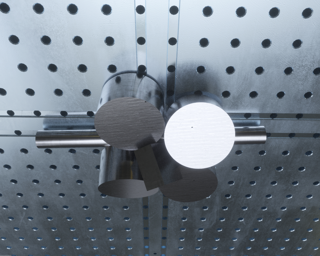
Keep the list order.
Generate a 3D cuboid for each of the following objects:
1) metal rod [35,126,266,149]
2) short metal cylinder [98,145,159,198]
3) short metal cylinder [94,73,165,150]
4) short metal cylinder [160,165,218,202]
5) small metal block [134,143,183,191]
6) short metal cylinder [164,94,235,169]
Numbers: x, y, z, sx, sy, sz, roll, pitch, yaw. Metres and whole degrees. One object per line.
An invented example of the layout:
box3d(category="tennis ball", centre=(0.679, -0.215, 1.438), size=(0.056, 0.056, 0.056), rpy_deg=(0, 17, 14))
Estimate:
box3d(category="metal rod", centre=(-0.012, 0.012, 0.417), size=(0.302, 0.025, 0.025), rpy_deg=(-1, 130, 0))
box3d(category="short metal cylinder", centre=(-0.042, 0.061, 0.426), size=(0.081, 0.050, 0.080), rpy_deg=(-1, 150, 0))
box3d(category="short metal cylinder", centre=(-0.035, -0.019, 0.374), size=(0.081, 0.050, 0.079), rpy_deg=(0, 130, 0))
box3d(category="short metal cylinder", centre=(0.039, 0.062, 0.443), size=(0.081, 0.050, 0.079), rpy_deg=(0, 130, 0))
box3d(category="small metal block", centre=(-0.001, 0.046, 0.383), size=(0.025, 0.050, 0.050), rpy_deg=(-25, 168, 26))
box3d(category="short metal cylinder", centre=(0.045, 0.002, 0.376), size=(0.081, 0.050, 0.079), rpy_deg=(0, 107, 0))
